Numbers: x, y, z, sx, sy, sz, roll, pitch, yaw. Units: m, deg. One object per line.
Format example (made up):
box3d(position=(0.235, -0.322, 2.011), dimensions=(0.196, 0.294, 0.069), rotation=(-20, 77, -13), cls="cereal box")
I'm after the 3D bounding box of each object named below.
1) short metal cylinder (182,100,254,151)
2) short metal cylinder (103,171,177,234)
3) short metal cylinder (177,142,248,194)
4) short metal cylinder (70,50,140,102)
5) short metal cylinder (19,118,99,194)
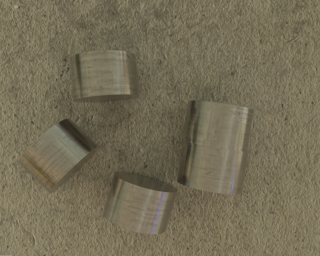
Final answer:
box3d(position=(0.071, -0.002, 0.383), dimensions=(0.080, 0.080, 0.050), rotation=(9, 90, 0), cls="short metal cylinder")
box3d(position=(-0.024, 0.090, 0.382), dimensions=(0.080, 0.080, 0.050), rotation=(16, 90, 0), cls="short metal cylinder")
box3d(position=(0.064, 0.047, 0.383), dimensions=(0.080, 0.080, 0.050), rotation=(9, 90, 0), cls="short metal cylinder")
box3d(position=(-0.068, -0.061, 0.382), dimensions=(0.080, 0.080, 0.050), rotation=(-5, 90, 0), cls="short metal cylinder")
box3d(position=(-0.122, 0.034, 0.381), dimensions=(0.050, 0.080, 0.080), rotation=(45, 90, 0), cls="short metal cylinder")
